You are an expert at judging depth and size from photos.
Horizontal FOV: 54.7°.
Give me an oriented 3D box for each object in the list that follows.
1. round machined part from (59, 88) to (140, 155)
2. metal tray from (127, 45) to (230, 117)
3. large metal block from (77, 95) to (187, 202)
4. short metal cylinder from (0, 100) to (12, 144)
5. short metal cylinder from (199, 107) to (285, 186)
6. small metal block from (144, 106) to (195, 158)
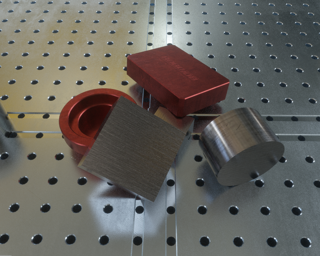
[{"bbox_3d":[-0.075,-0.003,0.398,0.099,0.042,0.098,0,50,0],"label":"round machined part"},{"bbox_3d":[0.023,-0.074,0.449,0.091,0.030,0.130,-23,48,-30],"label":"metal tray"},{"bbox_3d":[-0.031,0.024,0.335,0.080,0.050,0.080,30,73,-13],"label":"large metal block"},{"bbox_3d":[-0.242,-0.011,0.399,0.080,0.050,0.080,0,50,0],"label":"short metal cylinder"},{"bbox_3d":[0.091,0.023,0.353,0.081,0.080,0.050,-15,52,-12],"label":"short metal cylinder"},{"bbox_3d":[0.011,0.004,0.404,0.050,0.025,0.050,20,53,16],"label":"small metal block"}]
